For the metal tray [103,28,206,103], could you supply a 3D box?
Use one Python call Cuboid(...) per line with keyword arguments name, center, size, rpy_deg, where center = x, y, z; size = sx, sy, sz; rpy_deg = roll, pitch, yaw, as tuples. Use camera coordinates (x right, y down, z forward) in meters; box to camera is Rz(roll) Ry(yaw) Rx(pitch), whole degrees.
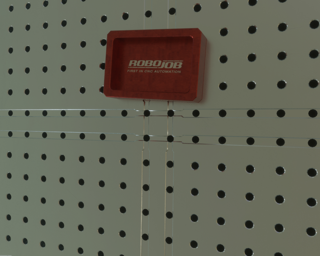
Cuboid(name="metal tray", center=(-0.009, -0.082, 0.413), size=(0.130, 0.030, 0.090), rpy_deg=(5, 92, 20))
